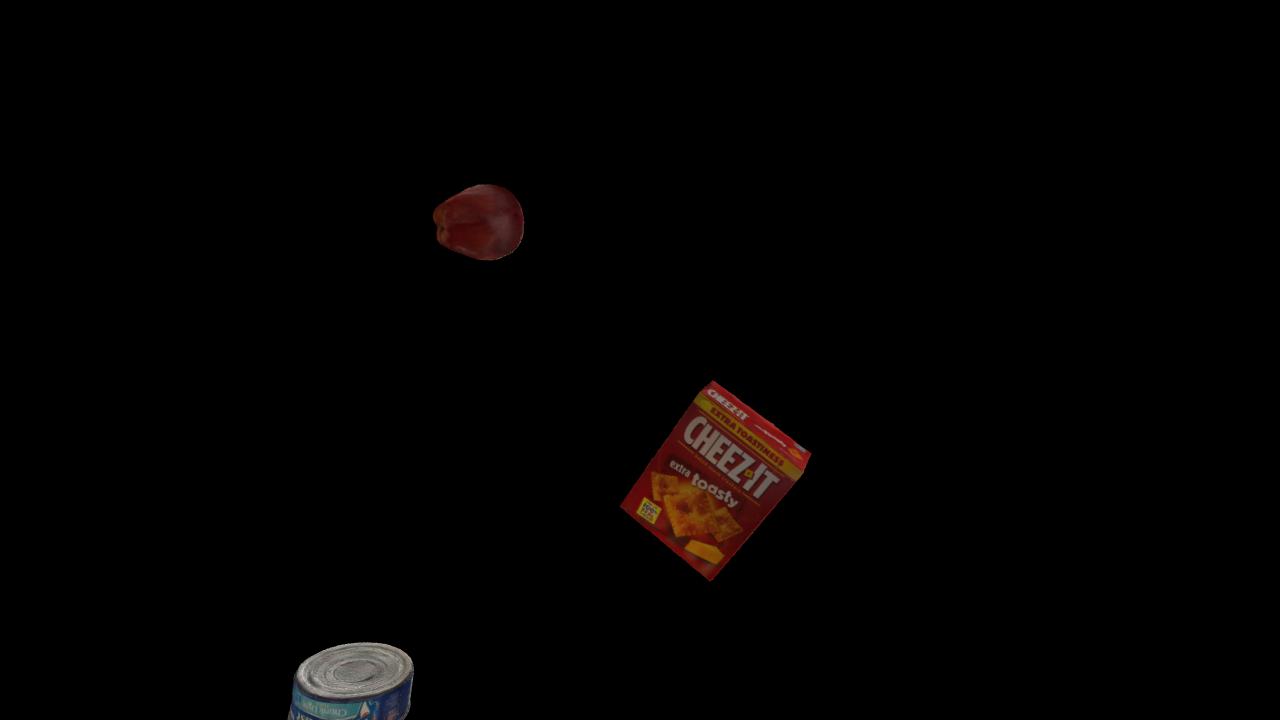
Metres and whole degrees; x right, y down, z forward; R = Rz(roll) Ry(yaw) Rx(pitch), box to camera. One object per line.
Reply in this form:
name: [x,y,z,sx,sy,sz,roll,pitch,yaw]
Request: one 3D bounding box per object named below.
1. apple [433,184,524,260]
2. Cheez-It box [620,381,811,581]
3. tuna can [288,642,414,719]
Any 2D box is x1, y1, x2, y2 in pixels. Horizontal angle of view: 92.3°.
apple: [-0.168,-0.144,0.654,0.093,0.079,0.079,-17,11,-39]
Cheez-It box: [0.099,0.165,0.836,0.166,0.223,0.071,37,24,11]
tuna can: [-0.215,0.247,0.462,0.084,0.034,0.084,8,1,0]
